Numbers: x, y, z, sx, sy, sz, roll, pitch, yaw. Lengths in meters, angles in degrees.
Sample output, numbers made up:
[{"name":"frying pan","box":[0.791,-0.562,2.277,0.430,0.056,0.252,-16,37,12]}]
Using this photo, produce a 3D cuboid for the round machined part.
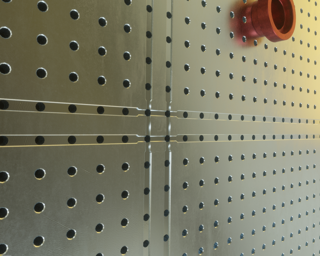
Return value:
[{"name":"round machined part","box":[0.205,-0.206,0.567,0.099,0.042,0.097,0,90,-40]}]
